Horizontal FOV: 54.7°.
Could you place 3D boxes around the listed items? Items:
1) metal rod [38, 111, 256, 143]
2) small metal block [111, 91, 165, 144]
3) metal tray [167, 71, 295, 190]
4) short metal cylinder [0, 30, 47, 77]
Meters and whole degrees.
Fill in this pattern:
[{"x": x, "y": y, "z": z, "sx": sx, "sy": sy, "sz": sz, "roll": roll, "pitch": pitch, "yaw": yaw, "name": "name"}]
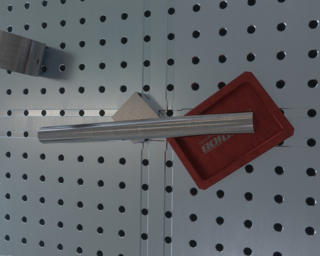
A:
[{"x": -0.035, "y": 0.002, "z": 0.395, "sx": 0.301, "sy": 0.025, "sz": 0.025, "roll": -4, "pitch": 89, "yaw": 24, "name": "metal rod"}, {"x": -0.029, "y": -0.014, "z": 0.423, "sx": 0.050, "sy": 0.025, "sz": 0.050, "roll": -45, "pitch": 76, "yaw": 14, "name": "small metal block"}, {"x": 0.081, "y": 0.005, "z": 0.381, "sx": 0.130, "sy": 0.030, "sz": 0.090, "roll": -36, "pitch": 79, "yaw": 16, "name": "metal tray"}, {"x": -0.216, "y": -0.111, "z": 0.459, "sx": 0.080, "sy": 0.080, "sz": 0.050, "roll": 17, "pitch": 96, "yaw": 19, "name": "short metal cylinder"}]
